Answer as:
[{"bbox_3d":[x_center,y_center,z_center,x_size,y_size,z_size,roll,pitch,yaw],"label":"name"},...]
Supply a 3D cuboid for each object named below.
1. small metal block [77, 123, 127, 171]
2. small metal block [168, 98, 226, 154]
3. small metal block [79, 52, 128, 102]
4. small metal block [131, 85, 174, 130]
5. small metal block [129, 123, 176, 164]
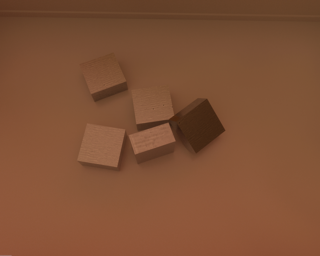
[{"bbox_3d":[-0.073,0.025,0.400,0.050,0.025,0.050,9,70,3],"label":"small metal block"},{"bbox_3d":[0.048,-0.004,0.399,0.050,0.025,0.050,-37,107,-13],"label":"small metal block"},{"bbox_3d":[-0.079,-0.071,0.435,0.050,0.025,0.050,-22,72,-8],"label":"small metal block"},{"bbox_3d":[-0.010,-0.027,0.420,0.050,0.025,0.050,-9,70,-4],"label":"small metal block"},{"bbox_3d":[-0.009,0.020,0.389,0.050,0.050,0.025,-18,71,-7],"label":"small metal block"}]
